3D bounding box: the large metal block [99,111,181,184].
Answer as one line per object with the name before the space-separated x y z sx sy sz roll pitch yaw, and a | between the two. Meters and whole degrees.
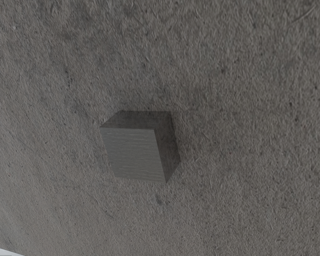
large metal block | -0.025 0.024 0.419 0.080 0.050 0.080 2 120 27
